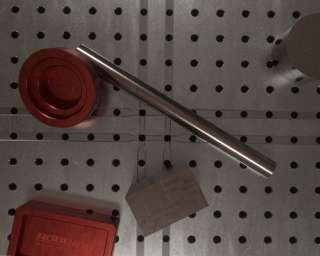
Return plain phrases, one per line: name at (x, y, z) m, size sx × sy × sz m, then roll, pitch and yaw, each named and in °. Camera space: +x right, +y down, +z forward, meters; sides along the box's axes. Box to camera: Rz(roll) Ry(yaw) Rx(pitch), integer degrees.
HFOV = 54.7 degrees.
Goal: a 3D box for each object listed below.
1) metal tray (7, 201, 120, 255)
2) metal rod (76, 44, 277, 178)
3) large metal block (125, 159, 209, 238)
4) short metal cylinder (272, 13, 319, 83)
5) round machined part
metal tray at (-0.127, 0.154, 0.409) m, size 0.131 × 0.030 × 0.089 m, roll 11°, pitch 90°, yaw -1°
metal rod at (0.020, -0.022, 0.413) m, size 0.301 × 0.025 × 0.025 m, roll 31°, pitch 90°, yaw -1°
large metal block at (0.008, 0.082, 0.386) m, size 0.080 × 0.080 × 0.050 m, roll -26°, pitch 90°, yaw 0°
short metal cylinder at (0.195, -0.101, 0.403) m, size 0.081 × 0.050 × 0.079 m, roll 0°, pitch 90°, yaw -1°
round machined part at (-0.122, -0.053, 0.394) m, size 0.099 × 0.042 × 0.097 m, roll 2°, pitch 107°, yaw 7°
